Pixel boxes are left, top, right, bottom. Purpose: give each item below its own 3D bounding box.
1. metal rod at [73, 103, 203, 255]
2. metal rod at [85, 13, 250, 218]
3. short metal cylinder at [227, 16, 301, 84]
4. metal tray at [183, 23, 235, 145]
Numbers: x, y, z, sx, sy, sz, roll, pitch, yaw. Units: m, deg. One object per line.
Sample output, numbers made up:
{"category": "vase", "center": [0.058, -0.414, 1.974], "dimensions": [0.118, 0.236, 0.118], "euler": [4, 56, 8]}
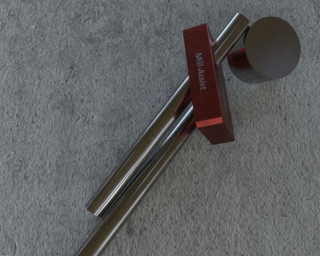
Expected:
{"category": "metal rod", "center": [-0.036, 0.086, 0.376], "dimensions": [0.025, 0.025, 0.300], "euler": [35, 73, 12]}
{"category": "metal rod", "center": [0.012, -0.018, 0.382], "dimensions": [0.025, 0.025, 0.300], "euler": [37, 86, 12]}
{"category": "short metal cylinder", "center": [0.139, -0.102, 0.419], "dimensions": [0.081, 0.050, 0.080], "euler": [0, 89, -14]}
{"category": "metal tray", "center": [0.063, -0.052, 0.390], "dimensions": [0.030, 0.090, 0.130], "euler": [-12, 69, 18]}
